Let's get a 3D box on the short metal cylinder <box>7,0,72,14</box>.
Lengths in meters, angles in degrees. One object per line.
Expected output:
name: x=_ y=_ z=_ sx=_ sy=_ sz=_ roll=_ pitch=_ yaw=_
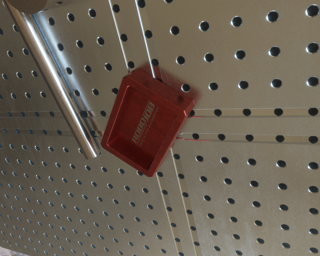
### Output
short metal cylinder: x=-0.143 y=-0.179 z=0.360 sx=0.080 sy=0.050 sz=0.079 roll=13 pitch=124 yaw=21

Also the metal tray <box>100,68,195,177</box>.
metal tray: x=-0.022 y=-0.003 z=0.417 sx=0.090 sy=0.030 sz=0.129 roll=32 pitch=129 yaw=7

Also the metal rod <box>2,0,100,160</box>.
metal rod: x=-0.160 y=-0.086 z=0.442 sx=0.025 sy=0.025 sz=0.299 roll=-9 pitch=114 yaw=32
